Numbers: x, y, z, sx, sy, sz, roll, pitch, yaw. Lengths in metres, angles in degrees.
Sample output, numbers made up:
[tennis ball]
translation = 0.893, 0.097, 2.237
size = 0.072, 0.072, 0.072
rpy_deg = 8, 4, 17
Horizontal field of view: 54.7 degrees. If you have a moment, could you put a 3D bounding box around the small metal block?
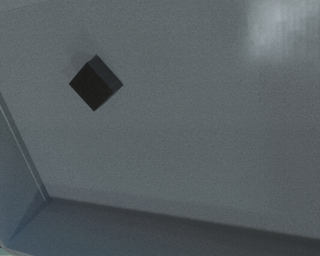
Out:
[small metal block]
translation = -0.086, -0.058, 0.416
size = 0.050, 0.025, 0.050
rpy_deg = 49, 128, -7
